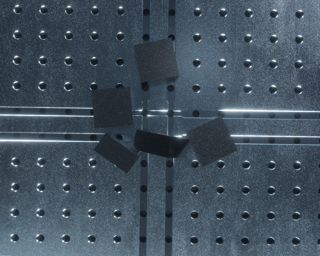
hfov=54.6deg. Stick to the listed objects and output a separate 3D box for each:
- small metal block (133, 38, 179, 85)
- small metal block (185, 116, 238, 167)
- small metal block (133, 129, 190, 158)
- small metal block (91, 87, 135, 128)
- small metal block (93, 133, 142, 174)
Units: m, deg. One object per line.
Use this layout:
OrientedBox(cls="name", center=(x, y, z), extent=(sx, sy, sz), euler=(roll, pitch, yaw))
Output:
OrientedBox(cls="small metal block", center=(-0.005, -0.088, 0.413), extent=(0.050, 0.025, 0.050), euler=(-11, 90, 0))
OrientedBox(cls="small metal block", center=(0.067, 0.017, 0.414), extent=(0.050, 0.025, 0.050), euler=(-26, 90, 0))
OrientedBox(cls="small metal block", center=(0.002, 0.020, 0.392), extent=(0.050, 0.050, 0.025), euler=(11, 90, 30))
OrientedBox(cls="small metal block", center=(-0.061, -0.027, 0.413), extent=(0.050, 0.025, 0.050), euler=(-5, 90, 0))
OrientedBox(cls="small metal block", center=(-0.053, 0.031, 0.401), extent=(0.050, 0.050, 0.025), euler=(35, 90, 0))
